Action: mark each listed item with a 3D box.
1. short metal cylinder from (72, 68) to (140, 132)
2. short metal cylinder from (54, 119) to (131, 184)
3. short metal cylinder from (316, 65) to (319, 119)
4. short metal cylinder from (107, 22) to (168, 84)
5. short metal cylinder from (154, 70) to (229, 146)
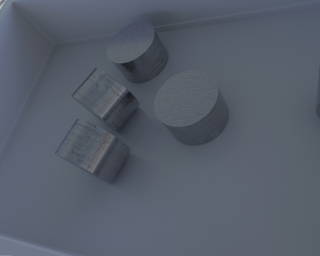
[{"bbox_3d":[-0.076,-0.038,0.434,0.080,0.080,0.050,32,80,38],"label":"short metal cylinder"},{"bbox_3d":[-0.085,0.031,0.396,0.080,0.080,0.050,18,71,35],"label":"short metal cylinder"},{"bbox_3d":[0.193,-0.037,0.291,0.080,0.080,0.050,2,63,29],"label":"short metal cylinder"},{"bbox_3d":[-0.034,-0.116,0.479,0.080,0.050,0.080,-13,56,21],"label":"short metal cylinder"},{"bbox_3d":[0.040,-0.025,0.384,0.080,0.050,0.080,-13,56,21],"label":"short metal cylinder"}]
